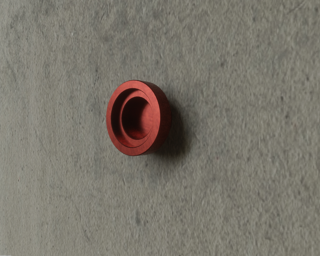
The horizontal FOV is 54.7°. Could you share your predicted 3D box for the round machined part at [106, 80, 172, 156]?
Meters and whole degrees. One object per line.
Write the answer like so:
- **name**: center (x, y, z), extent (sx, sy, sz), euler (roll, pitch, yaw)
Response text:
- **round machined part**: center (-0.023, -0.013, 0.411), extent (0.098, 0.042, 0.097), euler (0, 90, 39)
